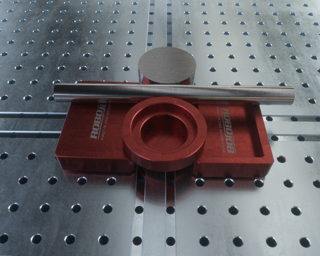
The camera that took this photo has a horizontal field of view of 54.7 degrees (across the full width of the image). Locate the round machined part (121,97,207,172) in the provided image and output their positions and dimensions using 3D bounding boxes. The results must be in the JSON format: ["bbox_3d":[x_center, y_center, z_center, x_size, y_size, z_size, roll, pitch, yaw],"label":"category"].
[{"bbox_3d":[0.005,0.011,0.370,0.099,0.042,0.098,0,50,0],"label":"round machined part"}]

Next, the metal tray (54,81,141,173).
[{"bbox_3d":[-0.073,-0.007,0.403,0.091,0.030,0.130,2,50,2],"label":"metal tray"}]

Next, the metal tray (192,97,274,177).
[{"bbox_3d":[0.085,0.000,0.400,0.091,0.030,0.130,1,50,0],"label":"metal tray"}]

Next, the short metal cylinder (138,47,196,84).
[{"bbox_3d":[0.010,-0.073,0.447,0.081,0.050,0.080,0,50,0],"label":"short metal cylinder"}]

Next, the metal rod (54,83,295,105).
[{"bbox_3d":[0.018,-0.044,0.400,0.302,0.025,0.025,1,50,0],"label":"metal rod"}]
